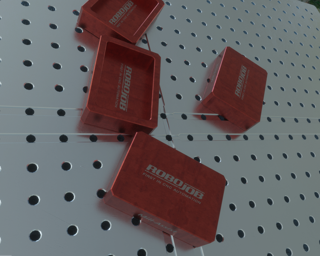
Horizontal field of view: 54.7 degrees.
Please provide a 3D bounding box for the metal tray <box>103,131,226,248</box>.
[{"bbox_3d":[0.011,0.072,0.368,0.131,0.030,0.090,29,52,-10],"label":"metal tray"}]

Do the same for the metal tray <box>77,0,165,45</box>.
[{"bbox_3d":[-0.057,-0.182,0.486,0.090,0.030,0.130,32,51,-8],"label":"metal tray"}]

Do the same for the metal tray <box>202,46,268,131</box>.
[{"bbox_3d":[0.129,-0.069,0.519,0.090,0.030,0.130,30,52,-9],"label":"metal tray"}]

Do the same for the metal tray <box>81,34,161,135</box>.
[{"bbox_3d":[-0.048,-0.057,0.415,0.091,0.030,0.130,16,55,-20],"label":"metal tray"}]
